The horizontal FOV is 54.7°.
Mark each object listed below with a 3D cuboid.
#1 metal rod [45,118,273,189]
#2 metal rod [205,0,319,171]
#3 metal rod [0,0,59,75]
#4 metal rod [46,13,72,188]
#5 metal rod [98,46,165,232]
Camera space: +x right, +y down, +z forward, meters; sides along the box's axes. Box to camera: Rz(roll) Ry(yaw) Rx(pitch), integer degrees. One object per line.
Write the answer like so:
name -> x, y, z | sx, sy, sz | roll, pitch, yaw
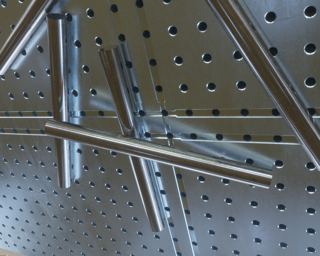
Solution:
metal rod -> -0.010, 0.031, 0.407 | 0.301, 0.025, 0.025 | 12, 124, 11
metal rod -> 0.095, -0.078, 0.312 | 0.025, 0.025, 0.299 | -29, 103, 37
metal rod -> -0.149, -0.155, 0.391 | 0.299, 0.025, 0.025 | -31, 101, 37
metal rod -> -0.151, -0.020, 0.475 | 0.025, 0.025, 0.298 | 21, 126, 15
metal rod -> -0.035, 0.032, 0.447 | 0.025, 0.025, 0.298 | 1, 119, 27
